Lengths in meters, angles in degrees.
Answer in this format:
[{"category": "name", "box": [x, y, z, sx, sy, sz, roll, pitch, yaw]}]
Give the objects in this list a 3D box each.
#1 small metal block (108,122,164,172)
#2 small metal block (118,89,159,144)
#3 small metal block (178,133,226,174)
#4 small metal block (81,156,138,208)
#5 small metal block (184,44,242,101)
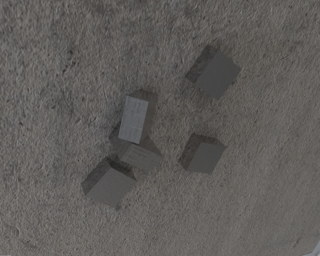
[{"category": "small metal block", "box": [-0.031, 0.023, 0.388, 0.050, 0.050, 0.025, 26, 106, -37]}, {"category": "small metal block", "box": [-0.024, -0.015, 0.362, 0.025, 0.050, 0.050, 16, 108, 8]}, {"category": "small metal block", "box": [0.063, 0.040, 0.466, 0.050, 0.025, 0.050, 12, 112, -33]}, {"category": "small metal block", "box": [-0.068, 0.073, 0.415, 0.050, 0.025, 0.050, -48, 129, 5]}, {"category": "small metal block", "box": [0.069, -0.071, 0.401, 0.050, 0.025, 0.050, 27, 103, -38]}]
